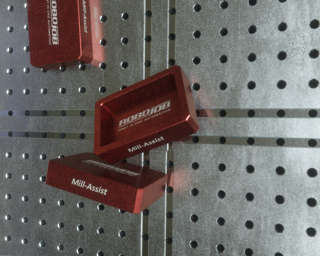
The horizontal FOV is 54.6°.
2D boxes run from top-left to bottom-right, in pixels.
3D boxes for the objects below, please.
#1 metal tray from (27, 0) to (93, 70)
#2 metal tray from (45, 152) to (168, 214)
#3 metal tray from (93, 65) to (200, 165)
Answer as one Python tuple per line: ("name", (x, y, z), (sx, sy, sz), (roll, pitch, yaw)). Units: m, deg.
("metal tray", (-0.151, -0.159, 0.464), (0.090, 0.030, 0.129), (-4, 89, 20))
("metal tray", (-0.066, 0.066, 0.401), (0.130, 0.090, 0.030), (13, 97, 19))
("metal tray", (-0.022, -0.016, 0.395), (0.130, 0.030, 0.090), (-21, 51, 18))
